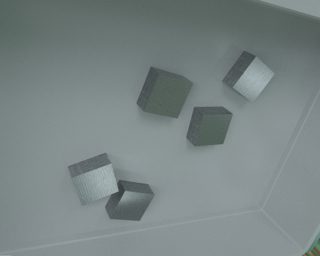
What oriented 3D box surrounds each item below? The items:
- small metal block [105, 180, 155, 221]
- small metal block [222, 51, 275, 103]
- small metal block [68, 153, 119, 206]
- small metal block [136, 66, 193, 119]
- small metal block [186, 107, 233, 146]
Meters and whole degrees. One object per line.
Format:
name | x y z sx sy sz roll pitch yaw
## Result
small metal block | -0.044 0.106 0.450 0.050 0.025 0.050 17 110 -35
small metal block | 0.124 -0.071 0.432 0.050 0.025 0.050 27 104 -37
small metal block | -0.086 0.067 0.403 0.050 0.025 0.050 -20 126 -17
small metal block | 0.006 -0.043 0.385 0.050 0.025 0.050 10 113 -33
small metal block | 0.071 -0.003 0.445 0.050 0.025 0.050 -3 120 -27
